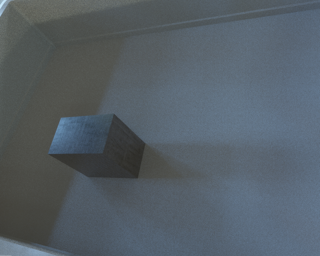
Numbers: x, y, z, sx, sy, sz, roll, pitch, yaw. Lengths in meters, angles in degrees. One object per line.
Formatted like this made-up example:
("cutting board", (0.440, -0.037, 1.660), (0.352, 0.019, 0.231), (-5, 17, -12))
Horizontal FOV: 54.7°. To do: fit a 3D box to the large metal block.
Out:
("large metal block", (-0.077, 0.026, 0.393), (0.080, 0.080, 0.050), (-3, 61, 26))
